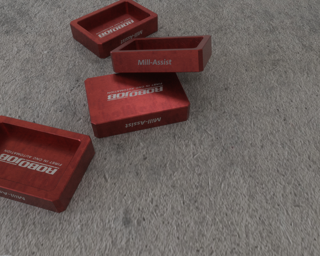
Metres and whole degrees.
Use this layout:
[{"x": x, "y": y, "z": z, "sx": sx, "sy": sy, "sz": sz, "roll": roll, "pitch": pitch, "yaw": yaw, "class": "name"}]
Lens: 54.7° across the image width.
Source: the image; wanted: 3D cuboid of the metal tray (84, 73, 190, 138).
[{"x": -0.033, "y": -0.040, "z": 0.433, "sx": 0.131, "sy": 0.030, "sz": 0.090, "roll": -12, "pitch": 51, "yaw": -10, "class": "metal tray"}]

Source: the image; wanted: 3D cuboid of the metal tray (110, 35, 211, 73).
[{"x": 0.005, "y": -0.110, "z": 0.456, "sx": 0.130, "sy": 0.030, "sz": 0.090, "roll": 3, "pitch": 29, "yaw": 17, "class": "metal tray"}]

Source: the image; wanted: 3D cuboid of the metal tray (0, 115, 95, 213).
[{"x": -0.156, "y": 0.038, "z": 0.366, "sx": 0.131, "sy": 0.030, "sz": 0.090, "roll": 12, "pitch": 51, "yaw": 10, "class": "metal tray"}]

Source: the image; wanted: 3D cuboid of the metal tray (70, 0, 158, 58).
[{"x": -0.079, "y": -0.181, "z": 0.551, "sx": 0.131, "sy": 0.030, "sz": 0.090, "roll": -36, "pitch": 59, "yaw": -26, "class": "metal tray"}]
